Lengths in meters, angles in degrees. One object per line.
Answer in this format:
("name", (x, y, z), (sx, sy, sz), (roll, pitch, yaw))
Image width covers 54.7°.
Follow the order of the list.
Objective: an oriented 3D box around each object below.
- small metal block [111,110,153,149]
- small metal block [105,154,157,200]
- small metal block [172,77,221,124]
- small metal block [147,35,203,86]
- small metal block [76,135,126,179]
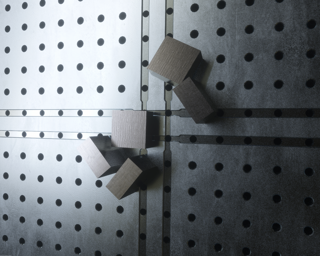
("small metal block", (-0.038, 0.001, 0.425), (0.050, 0.025, 0.050), (2, 91, 19))
("small metal block", (-0.037, 0.064, 0.411), (0.025, 0.050, 0.050), (42, 103, 15))
("small metal block", (0.046, -0.033, 0.382), (0.025, 0.050, 0.050), (-37, 79, 16))
("small metal block", (0.020, -0.083, 0.400), (0.050, 0.025, 0.050), (29, 87, 17))
("small metal block", (-0.078, 0.038, 0.426), (0.025, 0.050, 0.050), (-41, 77, 15))
